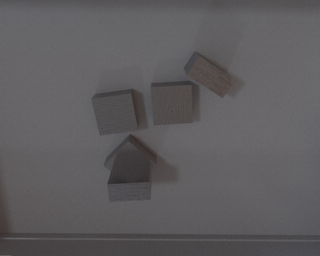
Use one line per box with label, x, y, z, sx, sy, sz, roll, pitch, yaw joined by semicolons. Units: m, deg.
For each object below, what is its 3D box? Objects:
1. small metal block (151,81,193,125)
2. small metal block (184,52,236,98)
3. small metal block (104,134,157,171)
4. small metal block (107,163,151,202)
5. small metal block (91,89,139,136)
small metal block;0.015;-0.032;0.399;0.050;0.025;0.050;-3;110;1
small metal block;0.058;-0.065;0.374;0.050;0.050;0.025;31;107;-11
small metal block;-0.040;0.046;0.428;0.050;0.025;0.050;42;105;-14
small metal block;-0.037;0.069;0.396;0.050;0.050;0.025;-3;110;1
small metal block;-0.057;-0.021;0.403;0.050;0.025;0.050;-8;110;3
